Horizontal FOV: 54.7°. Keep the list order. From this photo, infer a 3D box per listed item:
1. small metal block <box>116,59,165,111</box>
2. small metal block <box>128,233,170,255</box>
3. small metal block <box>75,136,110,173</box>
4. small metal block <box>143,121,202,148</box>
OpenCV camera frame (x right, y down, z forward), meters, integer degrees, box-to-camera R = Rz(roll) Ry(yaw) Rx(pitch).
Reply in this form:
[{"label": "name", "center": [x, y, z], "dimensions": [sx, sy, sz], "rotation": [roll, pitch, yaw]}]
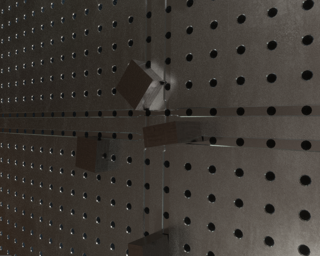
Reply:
[{"label": "small metal block", "center": [-0.028, -0.059, 0.431], "dimensions": [0.050, 0.025, 0.050], "rotation": [48, 118, 29]}, {"label": "small metal block", "center": [-0.013, 0.170, 0.402], "dimensions": [0.025, 0.050, 0.050], "rotation": [-8, 85, 39]}, {"label": "small metal block", "center": [-0.108, 0.041, 0.496], "dimensions": [0.050, 0.025, 0.050], "rotation": [8, 95, 39]}, {"label": "small metal block", "center": [0.016, 0.008, 0.379], "dimensions": [0.050, 0.050, 0.025], "rotation": [-11, 83, 39]}]
